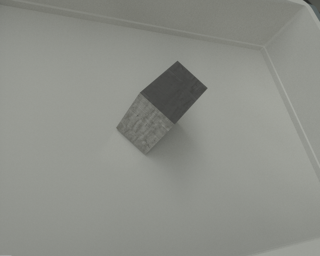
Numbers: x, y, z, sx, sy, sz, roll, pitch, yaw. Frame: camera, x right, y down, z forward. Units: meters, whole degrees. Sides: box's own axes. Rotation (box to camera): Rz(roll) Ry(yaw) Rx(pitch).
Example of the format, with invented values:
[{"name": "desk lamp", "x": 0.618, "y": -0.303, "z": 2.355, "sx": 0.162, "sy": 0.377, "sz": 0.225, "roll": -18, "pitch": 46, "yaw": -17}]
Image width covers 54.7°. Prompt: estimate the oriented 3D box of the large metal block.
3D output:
[{"name": "large metal block", "x": 0.002, "y": -0.024, "z": 0.384, "sx": 0.050, "sy": 0.080, "sz": 0.080, "roll": 43, "pitch": 51, "yaw": 1}]
